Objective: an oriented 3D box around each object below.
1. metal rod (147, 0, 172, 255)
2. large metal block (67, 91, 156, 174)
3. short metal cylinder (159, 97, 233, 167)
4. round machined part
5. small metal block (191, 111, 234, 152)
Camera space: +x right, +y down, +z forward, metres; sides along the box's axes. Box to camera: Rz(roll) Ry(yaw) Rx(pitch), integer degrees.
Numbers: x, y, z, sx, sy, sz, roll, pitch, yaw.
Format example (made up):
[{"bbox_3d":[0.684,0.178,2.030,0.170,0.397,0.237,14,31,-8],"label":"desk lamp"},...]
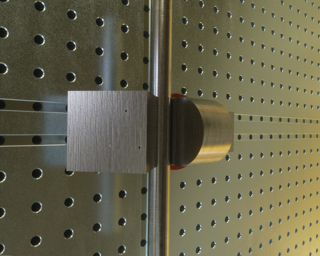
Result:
[{"bbox_3d":[0.000,-0.003,0.357,0.025,0.025,0.298,1,89,-40],"label":"metal rod"},{"bbox_3d":[-0.049,0.004,0.327,0.050,0.080,0.079,4,87,-81],"label":"large metal block"},{"bbox_3d":[0.039,0.004,0.369,0.050,0.080,0.079,1,90,-40],"label":"short metal cylinder"},{"bbox_3d":[0.008,0.004,0.405,0.099,0.042,0.097,0,90,-40],"label":"round machined part"},{"bbox_3d":[0.066,0.004,0.396,0.025,0.050,0.050,2,89,-40],"label":"small metal block"}]
